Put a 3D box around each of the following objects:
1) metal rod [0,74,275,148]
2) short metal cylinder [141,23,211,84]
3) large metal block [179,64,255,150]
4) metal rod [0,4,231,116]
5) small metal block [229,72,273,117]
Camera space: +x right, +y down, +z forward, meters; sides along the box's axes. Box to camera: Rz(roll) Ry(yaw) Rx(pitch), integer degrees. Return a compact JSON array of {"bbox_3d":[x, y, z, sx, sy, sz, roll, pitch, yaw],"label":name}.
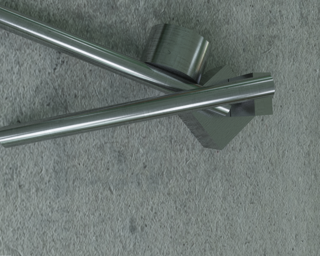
[{"bbox_3d":[-0.026,-0.019,0.345,0.302,0.025,0.025,-11,94,1],"label":"metal rod"},{"bbox_3d":[0.018,-0.087,0.390,0.080,0.080,0.050,22,83,-19],"label":"short metal cylinder"},{"bbox_3d":[0.075,-0.028,0.424,0.080,0.050,0.080,-43,103,-14],"label":"large metal block"},{"bbox_3d":[-0.057,-0.078,0.359,0.302,0.025,0.025,21,83,-8],"label":"metal rod"},{"bbox_3d":[0.111,-0.040,0.383,0.025,0.050,0.050,-4,92,-20],"label":"small metal block"}]
